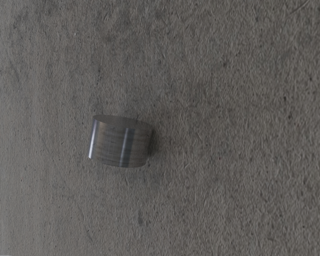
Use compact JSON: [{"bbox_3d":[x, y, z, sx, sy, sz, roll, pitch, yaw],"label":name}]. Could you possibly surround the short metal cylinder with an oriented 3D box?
[{"bbox_3d":[-0.053,0.016,0.414,0.080,0.081,0.050,19,102,38],"label":"short metal cylinder"}]
